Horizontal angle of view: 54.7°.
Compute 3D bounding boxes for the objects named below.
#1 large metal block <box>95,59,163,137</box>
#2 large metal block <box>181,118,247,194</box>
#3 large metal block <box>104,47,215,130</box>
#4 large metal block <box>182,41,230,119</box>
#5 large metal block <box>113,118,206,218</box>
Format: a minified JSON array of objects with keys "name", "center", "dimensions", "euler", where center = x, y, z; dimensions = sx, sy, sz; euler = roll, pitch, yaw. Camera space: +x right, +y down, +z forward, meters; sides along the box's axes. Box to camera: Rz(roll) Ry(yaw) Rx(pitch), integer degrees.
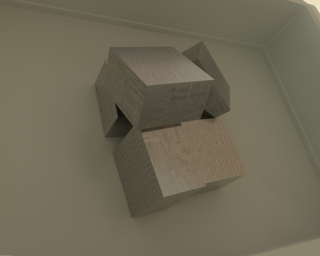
[{"name":"large metal block","center":[-0.031,-0.036,0.395],"dimensions":[0.081,0.050,0.080],"euler":[-1,62,-29]},{"name":"large metal block","center":[0.049,0.036,0.391],"dimensions":[0.081,0.050,0.080],"euler":[-6,65,-31]},{"name":"large metal block","center":[-0.004,-0.047,0.332],"dimensions":[0.081,0.050,0.080],"euler":[-10,42,-32]},{"name":"large metal block","center":[0.054,-0.062,0.424],"dimensions":[0.080,0.050,0.080],"euler":[54,26,-20]},{"name":"large metal block","center":[-0.005,0.044,0.340],"dimensions":[0.050,0.080,0.080],"euler":[-7,65,-32]}]
